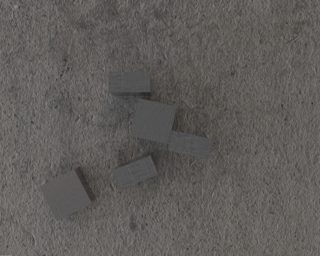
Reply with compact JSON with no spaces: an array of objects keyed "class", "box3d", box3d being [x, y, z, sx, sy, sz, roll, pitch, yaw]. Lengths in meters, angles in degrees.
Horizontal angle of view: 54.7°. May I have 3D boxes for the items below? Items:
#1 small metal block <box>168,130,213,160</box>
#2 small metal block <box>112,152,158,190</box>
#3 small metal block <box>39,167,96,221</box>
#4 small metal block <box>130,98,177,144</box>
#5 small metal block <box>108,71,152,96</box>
[{"class":"small metal block","box3d":[0.037,0.020,0.398,0.050,0.050,0.025,13,90,0]},{"class":"small metal block","box3d":[-0.030,0.054,0.397,0.050,0.050,0.025,-21,90,0]},{"class":"small metal block","box3d":[-0.121,0.086,0.409,0.050,0.025,0.050,-27,90,0]},{"class":"small metal block","box3d":[-0.008,-0.009,0.410,0.050,0.025,0.050,12,90,0]},{"class":"small metal block","box3d":[-0.037,-0.056,0.397,0.050,0.050,0.025,0,90,0]}]
